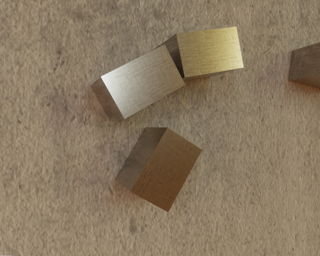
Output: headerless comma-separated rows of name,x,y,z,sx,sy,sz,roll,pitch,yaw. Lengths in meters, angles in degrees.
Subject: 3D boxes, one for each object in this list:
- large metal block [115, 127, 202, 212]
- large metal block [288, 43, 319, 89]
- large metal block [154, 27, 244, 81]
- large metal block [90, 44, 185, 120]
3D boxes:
large metal block,-0.005,0.046,0.379,0.050,0.080,0.080,33,79,-17
large metal block,0.262,-0.095,0.479,0.081,0.080,0.050,10,87,-20
large metal block,0.046,-0.090,0.398,0.081,0.080,0.050,-13,95,-20
large metal block,-0.030,-0.051,0.370,0.080,0.080,0.050,-31,101,-18
